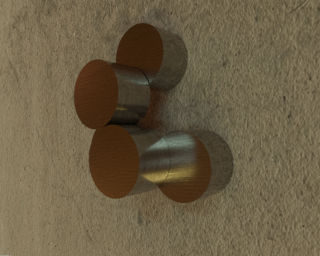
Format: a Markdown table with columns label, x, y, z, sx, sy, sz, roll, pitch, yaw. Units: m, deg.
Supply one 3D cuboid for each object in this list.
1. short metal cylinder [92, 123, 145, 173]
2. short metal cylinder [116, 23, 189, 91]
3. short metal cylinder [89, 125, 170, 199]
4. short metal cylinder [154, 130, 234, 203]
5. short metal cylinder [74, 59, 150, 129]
| label | x | y | z | sx | sy | sz | roll | pitch | yaw |
| --- | --- | --- | --- | --- | --- | --- | --- | --- | --- |
| short metal cylinder | -0.051 | 0.030 | 0.432 | 0.080 | 0.050 | 0.080 | 0 | 90 | 40 |
| short metal cylinder | -0.011 | -0.088 | 0.399 | 0.080 | 0.050 | 0.080 | 0 | 90 | 40 |
| short metal cylinder | -0.035 | 0.036 | 0.353 | 0.080 | 0.050 | 0.080 | 0 | 90 | 39 |
| short metal cylinder | 0.037 | 0.042 | 0.359 | 0.080 | 0.050 | 0.080 | 0 | 90 | 40 |
| short metal cylinder | -0.058 | -0.038 | 0.372 | 0.080 | 0.050 | 0.080 | 0 | 90 | 40 |
